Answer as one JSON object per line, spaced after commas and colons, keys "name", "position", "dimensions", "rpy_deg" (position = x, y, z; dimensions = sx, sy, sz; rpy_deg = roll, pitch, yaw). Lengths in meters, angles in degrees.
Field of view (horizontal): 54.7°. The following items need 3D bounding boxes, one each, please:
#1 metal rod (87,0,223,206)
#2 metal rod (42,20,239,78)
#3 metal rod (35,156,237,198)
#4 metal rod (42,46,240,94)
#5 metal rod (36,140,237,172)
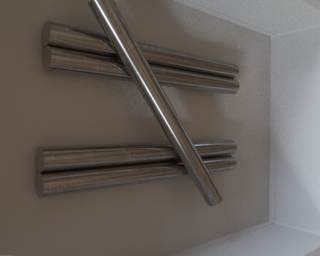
{"name": "metal rod", "position": [0.006, -0.017, 0.378], "dimensions": [0.025, 0.025, 0.299], "rpy_deg": [-46, 117, -30]}
{"name": "metal rod", "position": [0.002, -0.093, 0.406], "dimensions": [0.302, 0.025, 0.025], "rpy_deg": [1, 90, -40]}
{"name": "metal rod", "position": [-0.003, 0.056, 0.402], "dimensions": [0.302, 0.025, 0.025], "rpy_deg": [0, 90, -40]}
{"name": "metal rod", "position": [0.003, -0.068, 0.406], "dimensions": [0.302, 0.025, 0.025], "rpy_deg": [1, 90, -40]}
{"name": "metal rod", "position": [-0.002, 0.031, 0.402], "dimensions": [0.302, 0.025, 0.025], "rpy_deg": [0, 90, -40]}
